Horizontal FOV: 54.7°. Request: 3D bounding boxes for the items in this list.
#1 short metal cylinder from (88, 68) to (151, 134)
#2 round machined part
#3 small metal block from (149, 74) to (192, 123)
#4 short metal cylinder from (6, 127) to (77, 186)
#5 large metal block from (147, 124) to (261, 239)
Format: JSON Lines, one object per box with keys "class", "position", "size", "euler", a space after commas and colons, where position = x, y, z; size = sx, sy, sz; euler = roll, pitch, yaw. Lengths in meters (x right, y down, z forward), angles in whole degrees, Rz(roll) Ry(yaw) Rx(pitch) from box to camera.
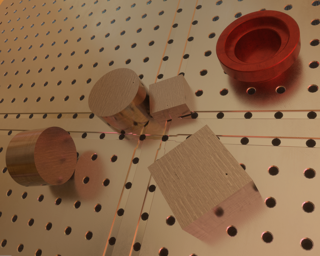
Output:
{"class": "short metal cylinder", "position": [-0.054, -0.038, 0.442], "size": [0.080, 0.050, 0.080], "euler": [-13, 56, 20]}
{"class": "round machined part", "position": [0.124, -0.097, 0.391], "size": [0.098, 0.042, 0.098], "euler": [-13, 56, 20]}
{"class": "small metal block", "position": [0.014, -0.040, 0.425], "size": [0.050, 0.025, 0.050], "euler": [-16, 55, 19]}
{"class": "short metal cylinder", "position": [-0.162, 0.040, 0.431], "size": [0.050, 0.080, 0.080], "euler": [-7, 59, 24]}
{"class": "large metal block", "position": [0.046, 0.057, 0.332], "size": [0.080, 0.050, 0.080], "euler": [-36, 51, 3]}
